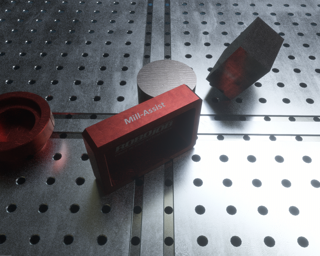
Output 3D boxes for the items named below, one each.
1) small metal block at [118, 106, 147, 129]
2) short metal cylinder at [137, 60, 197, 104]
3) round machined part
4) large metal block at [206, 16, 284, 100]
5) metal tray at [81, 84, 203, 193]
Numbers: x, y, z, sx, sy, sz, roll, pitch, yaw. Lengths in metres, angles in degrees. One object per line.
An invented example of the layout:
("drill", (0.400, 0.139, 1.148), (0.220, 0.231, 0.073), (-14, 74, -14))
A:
("small metal block", (-0.025, -0.001, 0.392), (0.050, 0.050, 0.025), (-26, 55, -21))
("short metal cylinder", (0.009, -0.051, 0.435), (0.081, 0.050, 0.080), (0, 50, 0))
("round machined part", (-0.184, 0.002, 0.392), (0.099, 0.042, 0.098), (0, 50, 0))
("large metal block", (0.122, -0.099, 0.448), (0.050, 0.080, 0.080), (39, 55, -6))
("metal tray", (-0.016, 0.013, 0.354), (0.131, 0.089, 0.030), (-27, 55, -21))
